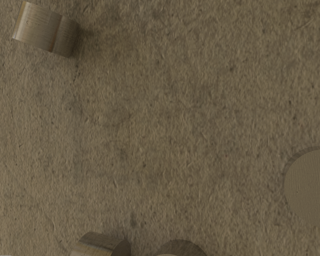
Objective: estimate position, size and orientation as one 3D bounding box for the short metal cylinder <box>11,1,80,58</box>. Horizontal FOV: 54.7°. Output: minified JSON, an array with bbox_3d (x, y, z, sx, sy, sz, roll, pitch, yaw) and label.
[{"bbox_3d":[-0.159,-0.136,0.434,0.080,0.080,0.050,23,98,18],"label":"short metal cylinder"}]

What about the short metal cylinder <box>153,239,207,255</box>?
[{"bbox_3d":[0.021,0.188,0.387,0.080,0.050,0.079,0,90,19],"label":"short metal cylinder"}]

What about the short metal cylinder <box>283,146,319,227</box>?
[{"bbox_3d":[0.176,0.061,0.334,0.080,0.050,0.079,0,90,19],"label":"short metal cylinder"}]

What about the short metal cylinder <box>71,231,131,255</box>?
[{"bbox_3d":[-0.078,0.182,0.406,0.050,0.080,0.079,7,93,19],"label":"short metal cylinder"}]
